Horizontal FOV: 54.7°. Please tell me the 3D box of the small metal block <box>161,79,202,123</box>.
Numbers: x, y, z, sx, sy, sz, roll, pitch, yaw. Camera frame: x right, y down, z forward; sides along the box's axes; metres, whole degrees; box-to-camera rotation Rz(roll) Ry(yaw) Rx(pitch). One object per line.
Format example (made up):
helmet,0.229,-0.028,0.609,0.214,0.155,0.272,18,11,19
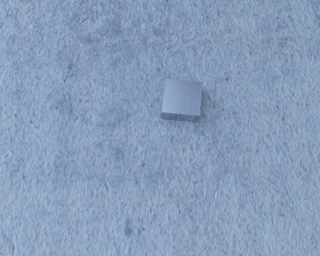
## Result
small metal block,0.030,-0.037,0.422,0.050,0.025,0.050,6,70,1
